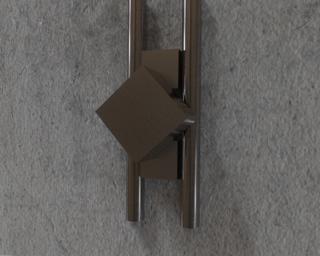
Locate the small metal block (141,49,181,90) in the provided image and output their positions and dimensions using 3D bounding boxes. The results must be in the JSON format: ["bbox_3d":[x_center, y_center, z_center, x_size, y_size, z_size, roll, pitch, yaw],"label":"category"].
[{"bbox_3d":[0.004,-0.075,0.407,0.050,0.025,0.050,1,90,19],"label":"small metal block"}]

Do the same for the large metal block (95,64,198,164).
[{"bbox_3d":[-0.015,-0.015,0.373,0.080,0.050,0.080,-43,77,15],"label":"large metal block"}]

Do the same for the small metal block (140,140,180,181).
[{"bbox_3d":[0.002,0.041,0.407,0.050,0.025,0.050,1,90,19],"label":"small metal block"}]

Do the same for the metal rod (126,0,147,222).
[{"bbox_3d":[-0.032,-0.025,0.421,0.025,0.025,0.298,1,90,19],"label":"metal rod"}]

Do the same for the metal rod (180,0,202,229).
[{"bbox_3d":[0.040,-0.024,0.396,0.025,0.025,0.298,1,90,19],"label":"metal rod"}]
